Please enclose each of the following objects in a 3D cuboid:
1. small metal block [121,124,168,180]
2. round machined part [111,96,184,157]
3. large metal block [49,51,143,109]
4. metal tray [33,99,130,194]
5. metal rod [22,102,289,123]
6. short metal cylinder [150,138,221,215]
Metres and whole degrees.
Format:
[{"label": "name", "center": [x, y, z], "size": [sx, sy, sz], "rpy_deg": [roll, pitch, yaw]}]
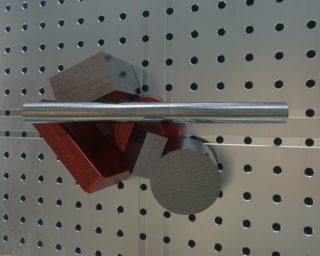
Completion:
[{"label": "small metal block", "center": [-0.020, 0.025, 0.359], "size": [0.025, 0.050, 0.050], "rpy_deg": [19, 96, -24]}, {"label": "round machined part", "center": [-0.021, 0.006, 0.413], "size": [0.098, 0.042, 0.097], "rpy_deg": [0, 90, 19]}, {"label": "large metal block", "center": [-0.081, -0.053, 0.409], "size": [0.080, 0.080, 0.050], "rpy_deg": [-22, 83, 18]}, {"label": "metal tray", "center": [-0.102, 0.021, 0.412], "size": [0.030, 0.090, 0.130], "rpy_deg": [-45, 76, 14]}, {"label": "metal rod", "center": [-0.005, -0.018, 0.363], "size": [0.302, 0.025, 0.025], "rpy_deg": [0, 90, 0]}, {"label": "short metal cylinder", "center": [0.031, 0.057, 0.375], "size": [0.080, 0.050, 0.079], "rpy_deg": [1, 102, 4]}]
